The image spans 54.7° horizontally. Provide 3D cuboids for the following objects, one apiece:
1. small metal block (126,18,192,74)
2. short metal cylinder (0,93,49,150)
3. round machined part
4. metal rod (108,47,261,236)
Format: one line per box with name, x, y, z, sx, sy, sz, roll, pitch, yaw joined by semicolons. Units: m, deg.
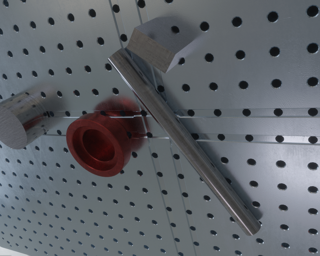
small metal block;0.000;-0.091;0.338;0.050;0.050;0.025;34;129;5
short metal cylinder;-0.232;-0.011;0.510;0.080;0.050;0.079;13;124;21
round machined part;-0.086;0.021;0.458;0.098;0.042;0.097;13;124;21
metal rod;0.037;0.024;0.406;0.025;0.025;0.300;-31;101;38
